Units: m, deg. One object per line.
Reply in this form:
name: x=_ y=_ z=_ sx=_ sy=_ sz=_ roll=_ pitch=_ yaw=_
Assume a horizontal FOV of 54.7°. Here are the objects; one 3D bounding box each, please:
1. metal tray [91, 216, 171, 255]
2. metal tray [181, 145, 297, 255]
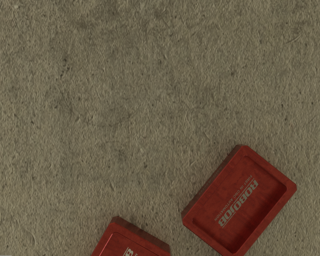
metal tray: x=-0.055 y=0.195 z=0.406 sx=0.090 sy=0.030 sz=0.130 roll=30 pitch=90 yaw=0
metal tray: x=0.102 y=0.097 z=0.408 sx=0.090 sy=0.030 sz=0.130 roll=39 pitch=90 yaw=0
